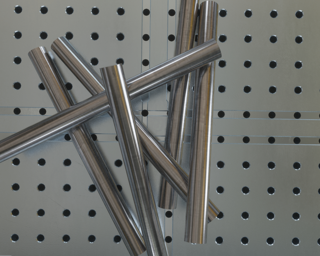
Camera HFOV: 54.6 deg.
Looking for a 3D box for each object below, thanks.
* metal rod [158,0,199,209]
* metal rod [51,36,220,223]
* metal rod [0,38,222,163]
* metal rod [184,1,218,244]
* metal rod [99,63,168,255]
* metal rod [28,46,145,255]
[{"bbox_3d":[0.026,-0.043,0.413,0.025,0.025,0.298,6,90,0],"label":"metal rod"},{"bbox_3d":[-0.035,-0.002,0.396,0.025,0.025,0.300,-42,83,0],"label":"metal rod"},{"bbox_3d":[-0.068,-0.031,0.374,0.301,0.025,0.025,-25,90,2],"label":"metal rod"},{"bbox_3d":[0.053,-0.018,0.380,0.025,0.025,0.299,5,77,0],"label":"metal rod"},{"bbox_3d":[-0.023,0.073,0.377,0.025,0.025,0.298,-12,105,0],"label":"metal rod"},{"bbox_3d":[-0.095,0.031,0.412,0.025,0.025,0.299,-27,90,0],"label":"metal rod"}]
